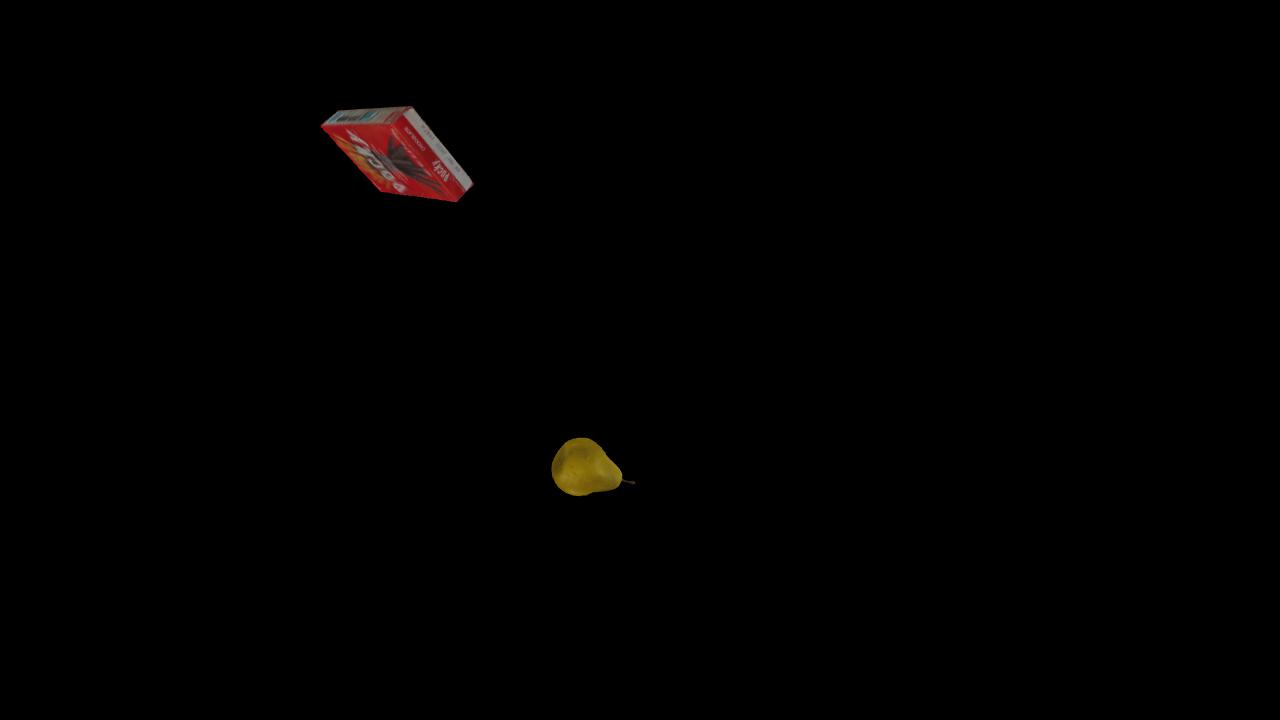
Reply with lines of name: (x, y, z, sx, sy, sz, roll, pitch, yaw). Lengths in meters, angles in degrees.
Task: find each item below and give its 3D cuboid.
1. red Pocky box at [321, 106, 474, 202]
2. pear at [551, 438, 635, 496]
red Pocky box: (-0.222, -0.185, 0.556, 0.155, 0.028, 0.083, 19, -23, 42)
pear: (-0.063, 0.154, 0.842, 0.111, 0.080, 0.080, 29, -11, -21)
